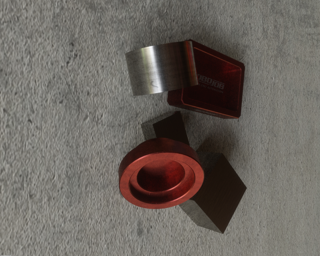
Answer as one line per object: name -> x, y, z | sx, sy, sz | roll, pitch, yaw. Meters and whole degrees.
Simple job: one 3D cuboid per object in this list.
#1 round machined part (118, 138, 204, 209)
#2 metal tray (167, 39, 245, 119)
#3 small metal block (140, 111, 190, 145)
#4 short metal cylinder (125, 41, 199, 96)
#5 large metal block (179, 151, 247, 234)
round machined part -> 0.000, 0.050, 0.371 | 0.098, 0.098, 0.042 | 40, 23, -33
metal tray -> 0.073, -0.067, 0.461 | 0.131, 0.030, 0.090 | 10, 83, -39
small metal block -> 0.008, 0.010, 0.411 | 0.050, 0.025, 0.050 | -27, 107, -37
short metal cylinder -> 0.003, -0.070, 0.371 | 0.081, 0.080, 0.050 | -18, 102, -39
large metal block -> 0.071, 0.091, 0.448 | 0.080, 0.050, 0.080 | 52, 60, -28
